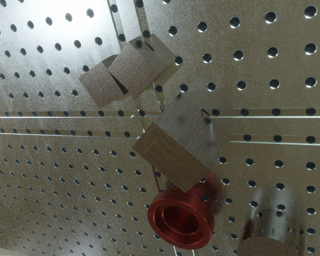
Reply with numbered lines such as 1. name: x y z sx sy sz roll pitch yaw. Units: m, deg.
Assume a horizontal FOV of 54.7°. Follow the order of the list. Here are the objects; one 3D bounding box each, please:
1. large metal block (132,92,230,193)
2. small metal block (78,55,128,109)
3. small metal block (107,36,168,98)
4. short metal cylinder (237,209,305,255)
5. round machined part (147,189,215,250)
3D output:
1. large metal block: 0.027 0.015 0.370 0.080 0.080 0.050 40 129 0
2. small metal block: -0.072 -0.060 0.410 0.050 0.025 0.050 -24 106 36
3. small metal block: -0.028 -0.074 0.379 0.050 0.025 0.050 45 129 -4
4. short metal cylinder: 0.148 0.156 0.413 0.080 0.050 0.079 13 124 20
5. round machined part: 0.034 0.130 0.461 0.098 0.042 0.097 13 124 20
